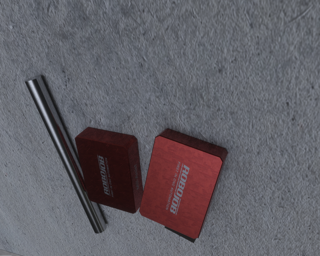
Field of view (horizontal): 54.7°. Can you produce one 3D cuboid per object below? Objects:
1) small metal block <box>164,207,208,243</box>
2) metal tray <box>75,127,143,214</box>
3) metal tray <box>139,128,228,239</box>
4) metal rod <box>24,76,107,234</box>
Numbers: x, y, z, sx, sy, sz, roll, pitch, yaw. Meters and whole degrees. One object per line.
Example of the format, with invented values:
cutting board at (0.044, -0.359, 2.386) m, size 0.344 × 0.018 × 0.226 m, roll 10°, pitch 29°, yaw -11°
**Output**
small metal block at (0.040, 0.140, 0.471) m, size 0.050 × 0.025 × 0.050 m, roll 25°, pitch 127°, yaw 12°
metal tray at (-0.076, 0.067, 0.484) m, size 0.090 × 0.030 × 0.129 m, roll 10°, pitch 123°, yaw 22°
metal tray at (0.028, 0.075, 0.417) m, size 0.090 × 0.030 × 0.129 m, roll 20°, pitch 114°, yaw 16°
metal rod at (-0.150, 0.057, 0.518) m, size 0.025 × 0.025 × 0.298 m, roll -2°, pitch 118°, yaw 29°
